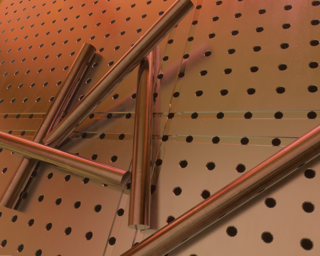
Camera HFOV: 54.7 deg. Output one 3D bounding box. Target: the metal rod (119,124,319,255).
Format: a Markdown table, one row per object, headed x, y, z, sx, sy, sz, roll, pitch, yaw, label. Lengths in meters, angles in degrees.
| x | y | z | sx | sy | sz | roll | pitch | yaw | label |
| --- | --- | --- | --- | --- | --- | --- | --- | --- | --- |
| 0.058 | 0.084 | 0.325 | 0.300 | 0.025 | 0.025 | -35 | 52 | 5 | metal rod |

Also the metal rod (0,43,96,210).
| x | y | z | sx | sy | sz | roll | pitch | yaw | label |
| --- | --- | --- | --- | --- | --- | --- | --- | --- | --- |
| -0.177 | -0.015 | 0.507 | 0.025 | 0.025 | 0.300 | 7 | 65 | 31 | metal rod |

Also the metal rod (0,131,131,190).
| x | y | z | sx | sy | sz | roll | pitch | yaw | label |
| --- | --- | --- | --- | --- | --- | --- | --- | --- | --- |
| -0.177 | 0.035 | 0.450 | 0.301 | 0.025 | 0.025 | 13 | 68 | 24 | metal rod |

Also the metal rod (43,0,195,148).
| x | y | z | sx | sy | sz | roll | pitch | yaw | label |
| --- | --- | --- | --- | --- | --- | --- | --- | --- | --- |
| -0.065 | -0.079 | 0.463 | 0.300 | 0.025 | 0.025 | -44 | 51 | 7 | metal rod |

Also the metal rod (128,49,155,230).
| x | y | z | sx | sy | sz | roll | pitch | yaw | label |
| --- | --- | --- | --- | --- | --- | --- | --- | --- | --- |
| -0.022 | -0.016 | 0.428 | 0.025 | 0.025 | 0.299 | -13 | 56 | 21 | metal rod |
